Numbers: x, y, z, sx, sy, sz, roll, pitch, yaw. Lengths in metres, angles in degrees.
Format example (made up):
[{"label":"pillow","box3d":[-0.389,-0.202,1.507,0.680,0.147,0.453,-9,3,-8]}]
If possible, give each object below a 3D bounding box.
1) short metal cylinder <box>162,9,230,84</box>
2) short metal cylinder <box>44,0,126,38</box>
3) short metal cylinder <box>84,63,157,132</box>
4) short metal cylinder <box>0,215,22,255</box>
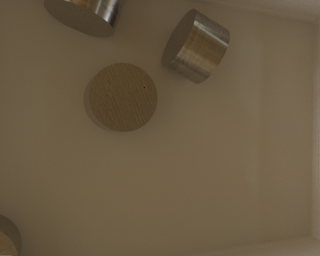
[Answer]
[{"label":"short metal cylinder","box3d":[0.044,-0.104,0.399,0.050,0.080,0.080,25,82,-19]},{"label":"short metal cylinder","box3d":[-0.083,-0.145,0.351,0.081,0.080,0.050,20,84,-19]},{"label":"short metal cylinder","box3d":[-0.050,-0.035,0.380,0.081,0.050,0.079,0,90,-21]},{"label":"short metal cylinder","box3d":[-0.192,0.136,0.327,0.081,0.050,0.079,0,90,-21]}]
